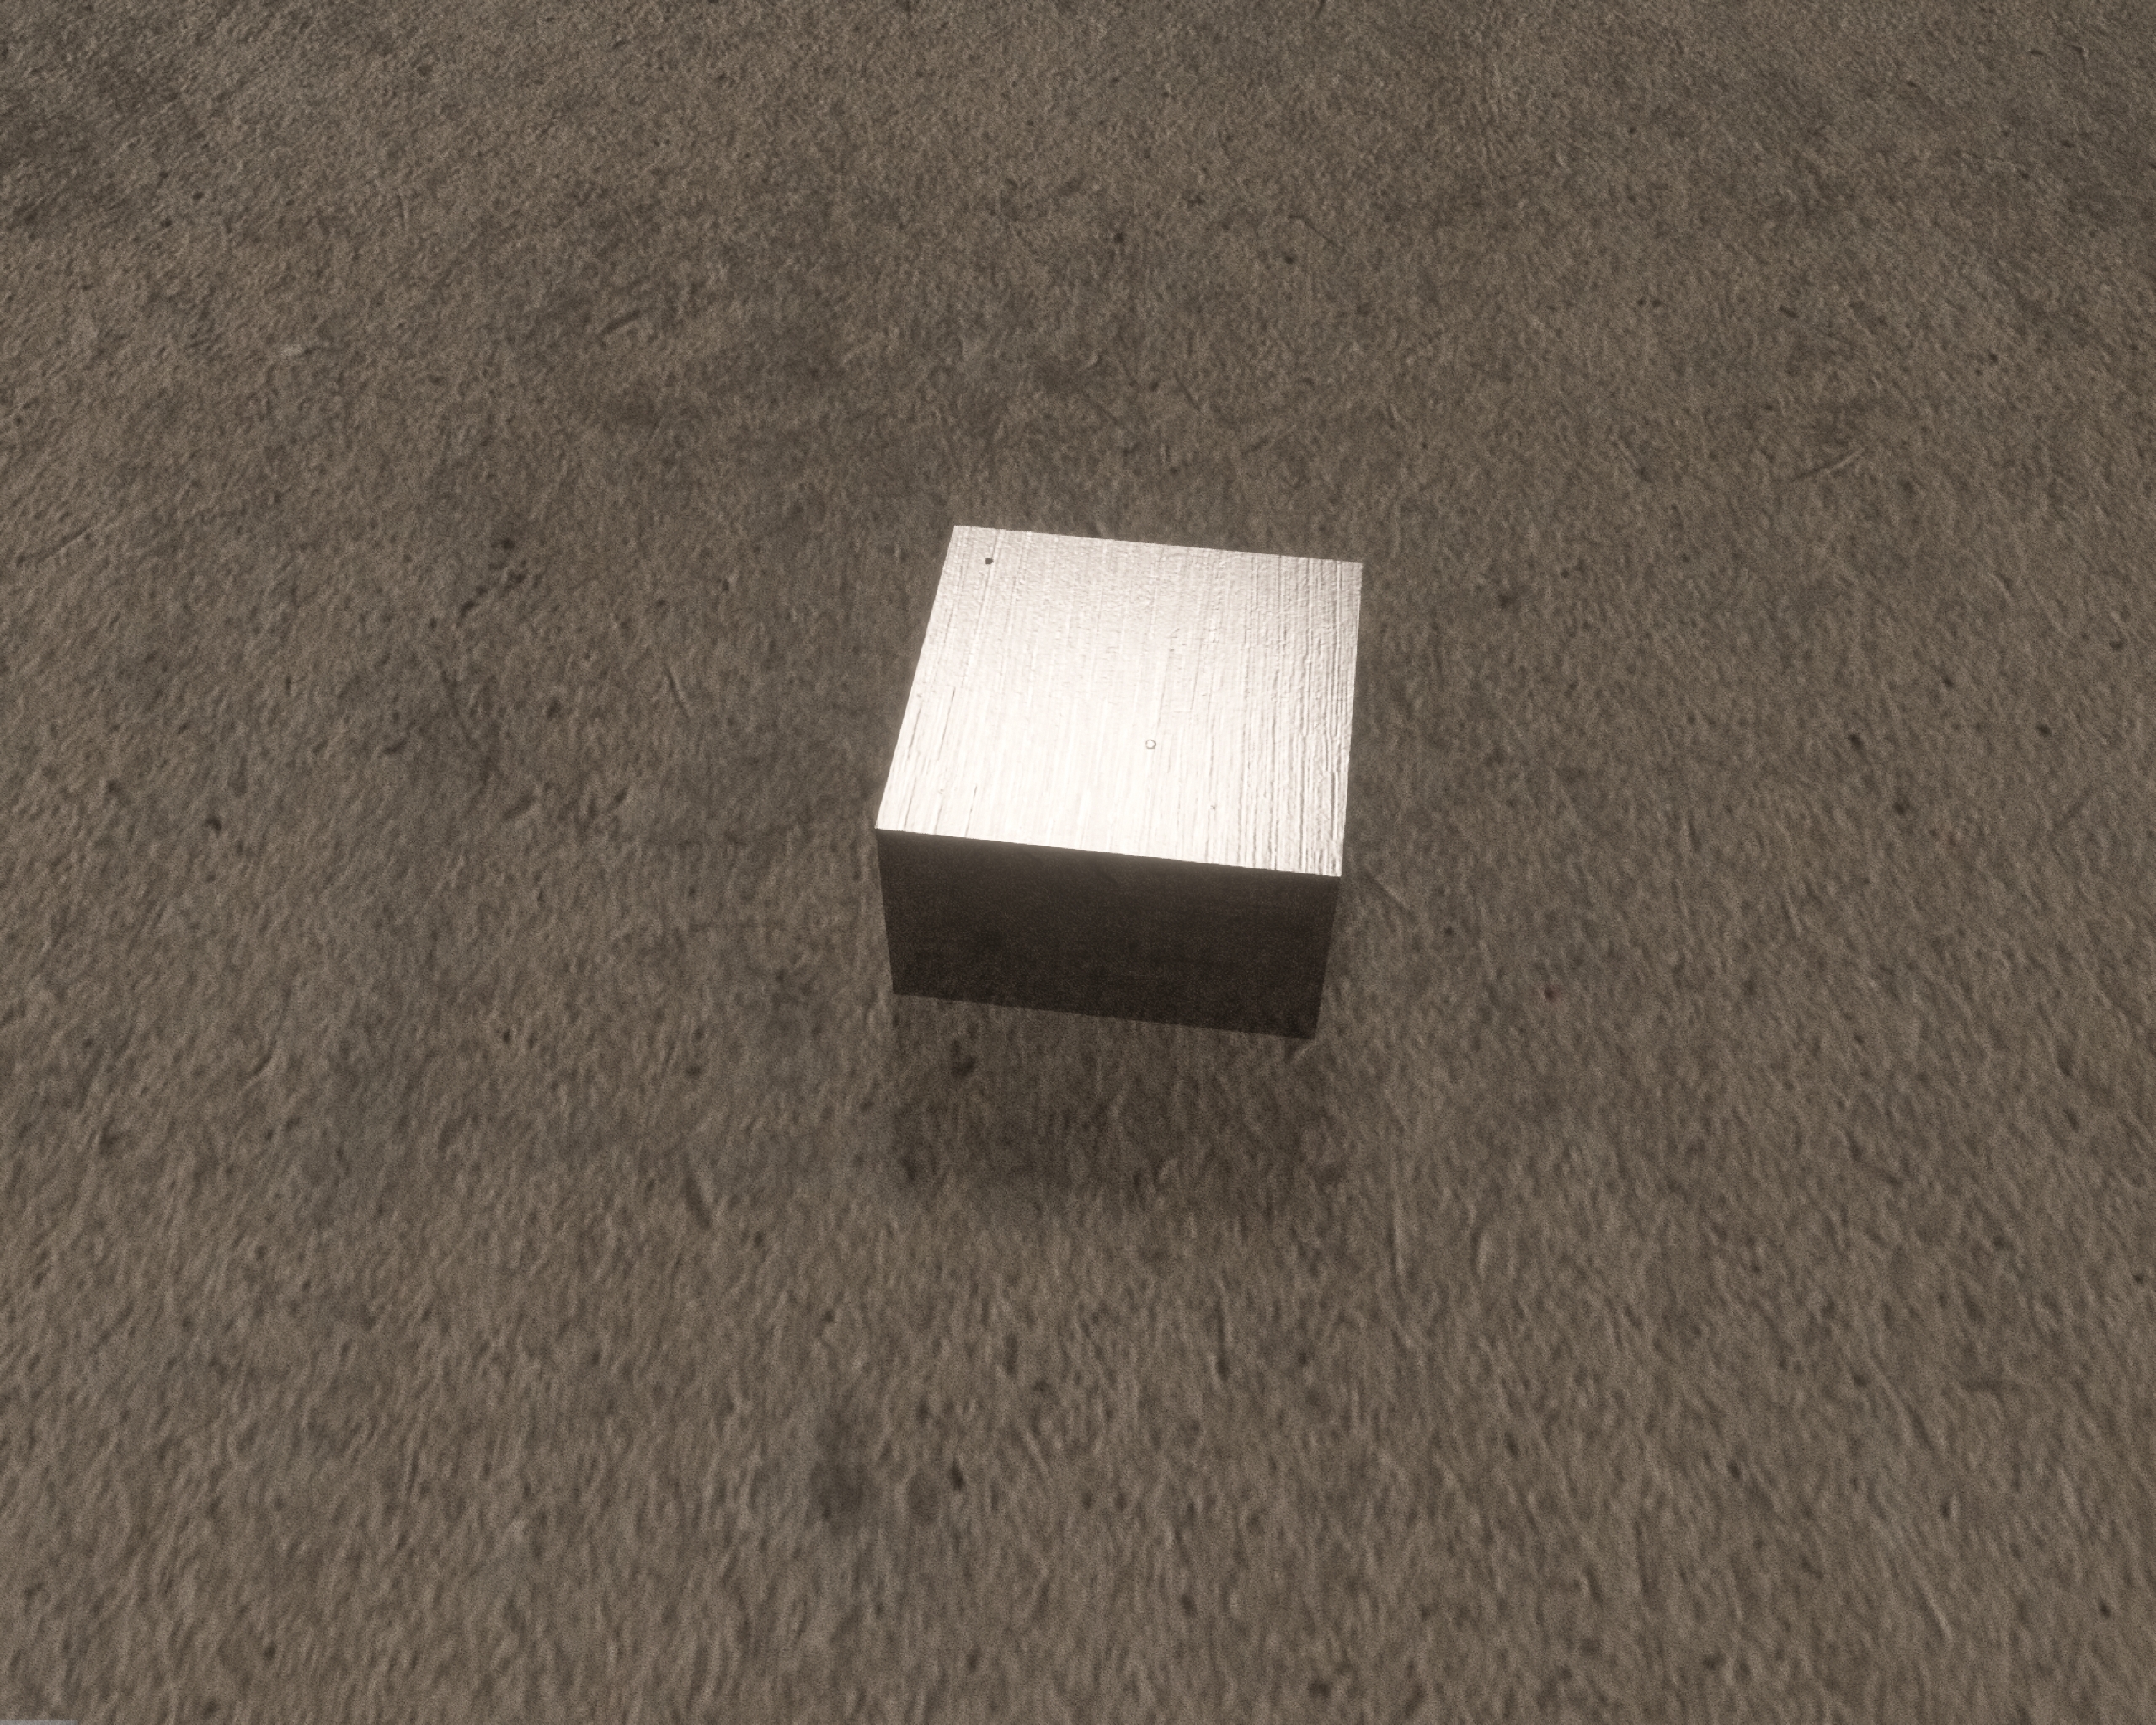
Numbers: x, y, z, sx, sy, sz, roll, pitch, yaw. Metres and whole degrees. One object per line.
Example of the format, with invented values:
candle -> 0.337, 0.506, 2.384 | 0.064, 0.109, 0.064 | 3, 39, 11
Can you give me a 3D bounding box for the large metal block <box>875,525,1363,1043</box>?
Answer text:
large metal block -> 0.010, -0.016, 0.402 | 0.080, 0.050, 0.080 | 6, 50, 4
